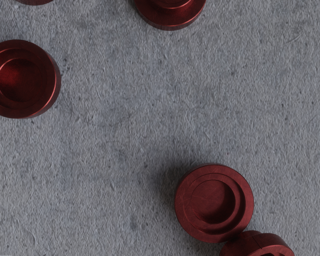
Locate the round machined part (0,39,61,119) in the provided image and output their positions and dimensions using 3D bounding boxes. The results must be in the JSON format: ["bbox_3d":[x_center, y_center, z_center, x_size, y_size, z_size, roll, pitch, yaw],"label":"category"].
[{"bbox_3d":[-0.176,-0.060,0.400,0.099,0.042,0.097,0,90,0],"label":"round machined part"}]

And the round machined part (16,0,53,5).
[{"bbox_3d":[-0.170,-0.215,0.400,0.099,0.042,0.097,0,90,0],"label":"round machined part"}]

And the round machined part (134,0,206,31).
[{"bbox_3d":[0.013,-0.181,0.401,0.099,0.042,0.097,0,90,0],"label":"round machined part"}]

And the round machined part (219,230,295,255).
[{"bbox_3d":[0.114,0.168,0.388,0.099,0.042,0.097,-8,118,-16],"label":"round machined part"}]

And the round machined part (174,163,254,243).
[{"bbox_3d":[0.067,0.093,0.402,0.099,0.042,0.097,0,90,0],"label":"round machined part"}]
